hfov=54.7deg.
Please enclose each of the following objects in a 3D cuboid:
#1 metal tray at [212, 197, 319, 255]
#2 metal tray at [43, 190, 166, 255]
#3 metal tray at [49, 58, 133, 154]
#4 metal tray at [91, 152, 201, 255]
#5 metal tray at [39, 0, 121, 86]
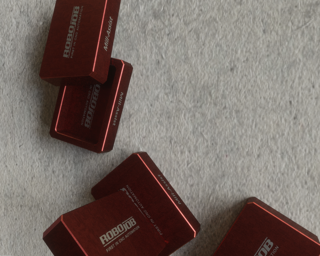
[{"bbox_3d":[0.113,0.160,0.366,0.090,0.030,0.129,32,100,16],"label":"metal tray"},{"bbox_3d":[-0.052,0.123,0.338,0.030,0.130,0.090,-45,77,15],"label":"metal tray"},{"bbox_3d":[-0.098,-0.038,0.439,0.090,0.030,0.129,17,95,18],"label":"metal tray"},{"bbox_3d":[-0.021,0.108,0.413,0.090,0.030,0.130,-41,78,15],"label":"metal tray"},{"bbox_3d":[-0.108,-0.124,0.421,0.090,0.030,0.129,1,76,25],"label":"metal tray"}]
